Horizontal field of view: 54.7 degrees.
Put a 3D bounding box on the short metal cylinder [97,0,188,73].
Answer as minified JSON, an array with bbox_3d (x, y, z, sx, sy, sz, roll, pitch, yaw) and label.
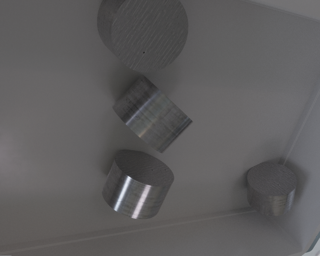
[{"bbox_3d":[-0.018,-0.103,0.318,0.081,0.050,0.079,-14,124,-21],"label":"short metal cylinder"}]

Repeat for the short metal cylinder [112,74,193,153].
[{"bbox_3d":[-0.008,-0.016,0.358,0.050,0.080,0.080,-47,129,4],"label":"short metal cylinder"}]

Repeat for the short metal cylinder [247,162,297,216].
[{"bbox_3d":[0.195,0.106,0.545,0.081,0.080,0.050,-21,127,-16],"label":"short metal cylinder"}]

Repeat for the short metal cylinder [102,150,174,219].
[{"bbox_3d":[-0.028,0.071,0.401,0.081,0.080,0.050,10,113,-33],"label":"short metal cylinder"}]
